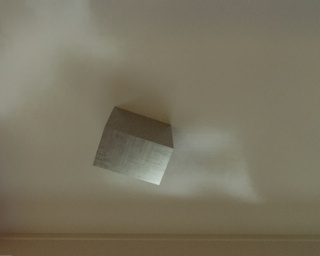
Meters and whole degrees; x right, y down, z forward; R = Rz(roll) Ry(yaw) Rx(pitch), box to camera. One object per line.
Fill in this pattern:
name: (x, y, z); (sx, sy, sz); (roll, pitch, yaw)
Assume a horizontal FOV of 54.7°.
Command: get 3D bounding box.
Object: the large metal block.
large metal block: (-0.031, 0.019, 0.389); (0.080, 0.080, 0.050); (18, 109, -7)
